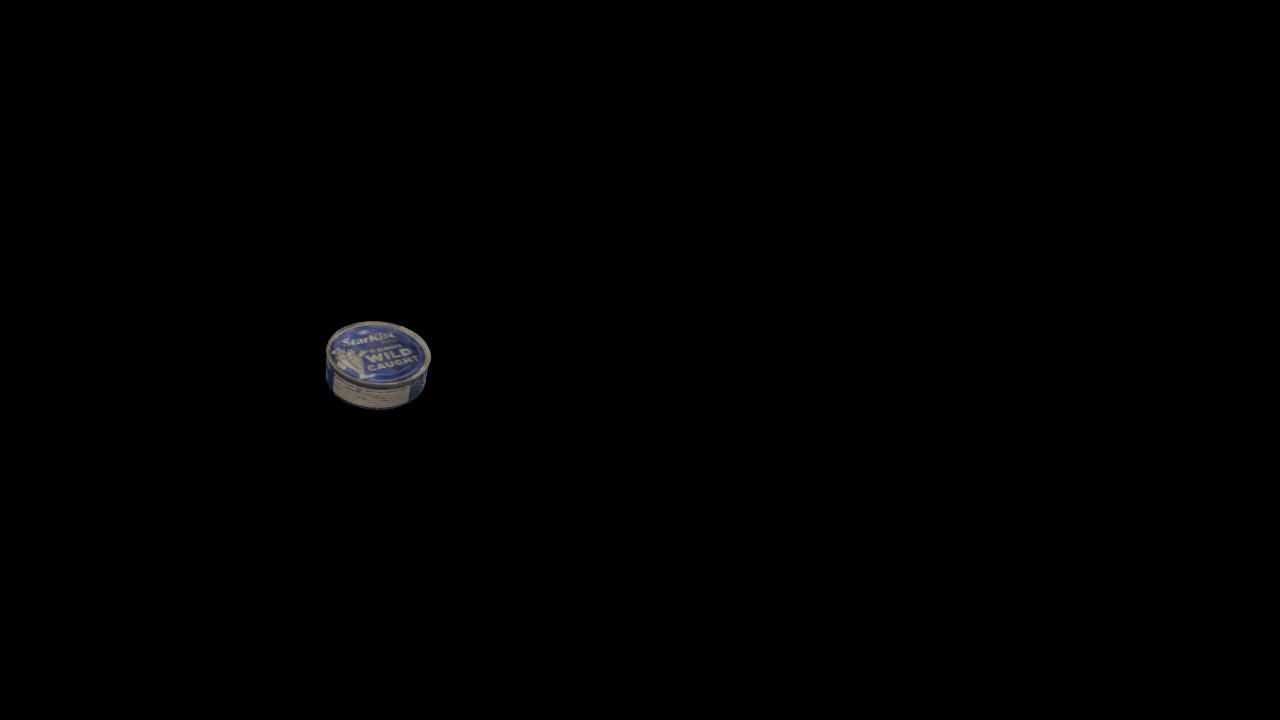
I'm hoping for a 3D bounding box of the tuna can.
[{"bbox_3d":[-0.230,0.004,0.542,0.084,0.034,0.084,16,36,-12],"label":"tuna can"}]
